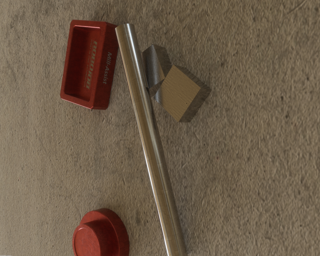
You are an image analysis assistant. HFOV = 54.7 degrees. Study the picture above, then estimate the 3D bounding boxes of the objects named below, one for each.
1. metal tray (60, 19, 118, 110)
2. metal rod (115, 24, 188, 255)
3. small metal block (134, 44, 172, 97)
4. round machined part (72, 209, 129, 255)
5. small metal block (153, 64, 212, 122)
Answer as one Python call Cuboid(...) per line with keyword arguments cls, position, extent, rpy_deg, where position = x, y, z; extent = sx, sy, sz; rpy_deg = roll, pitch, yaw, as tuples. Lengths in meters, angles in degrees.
Cuboid(cls="metal tray", position=(-0.112, -0.101, 0.491), extent=(0.090, 0.030, 0.129), rpy_deg=(19, 102, 38))
Cuboid(cls="metal rod", position=(-0.011, 0.018, 0.389), extent=(0.025, 0.025, 0.298), rpy_deg=(-15, 88, 39))
Cuboid(cls="small metal block", position=(-0.011, -0.075, 0.412), extent=(0.050, 0.025, 0.050), rpy_deg=(-29, 72, 36))
Cuboid(cls="round machined part", position=(-0.096, 0.175, 0.470), extent=(0.098, 0.042, 0.097), rpy_deg=(0, 90, 39))
Cuboid(cls="small metal block", position=(0.027, -0.042, 0.381), extent=(0.050, 0.025, 0.050), rpy_deg=(47, 117, 29))
